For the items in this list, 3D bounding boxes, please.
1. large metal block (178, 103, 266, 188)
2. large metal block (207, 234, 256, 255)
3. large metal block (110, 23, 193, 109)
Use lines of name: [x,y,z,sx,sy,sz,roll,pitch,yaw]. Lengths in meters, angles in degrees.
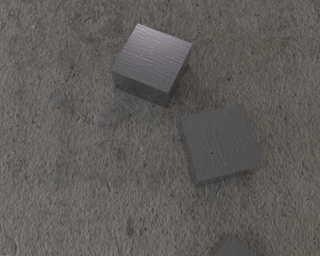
large metal block: [0.073,0.023,0.387,0.081,0.050,0.080,-13,71,-5]
large metal block: [0.079,0.174,0.332,0.080,0.050,0.080,39,75,13]
large metal block: [-0.010,-0.084,0.425,0.080,0.050,0.080,23,72,8]
